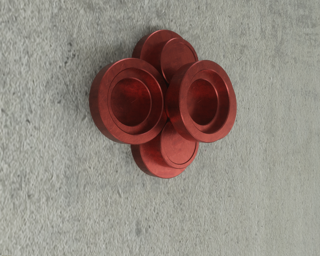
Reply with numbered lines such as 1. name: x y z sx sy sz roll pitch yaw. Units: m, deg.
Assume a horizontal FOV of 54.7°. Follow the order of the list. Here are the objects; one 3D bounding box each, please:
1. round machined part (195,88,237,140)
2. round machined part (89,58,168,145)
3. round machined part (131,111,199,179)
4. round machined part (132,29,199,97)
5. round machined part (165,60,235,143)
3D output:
1. round machined part: 0.065 -0.031 0.452 0.099 0.042 0.097 0 90 -40
2. round machined part: -0.039 -0.030 0.364 0.099 0.042 0.097 0 90 -40
3. round machined part: 0.013 0.018 0.408 0.099 0.042 0.097 0 90 -40
4. round machined part: 0.014 -0.081 0.409 0.099 0.042 0.097 0 90 -40
5. round machined part: 0.045 -0.031 0.380 0.099 0.042 0.097 -1 91 -40
